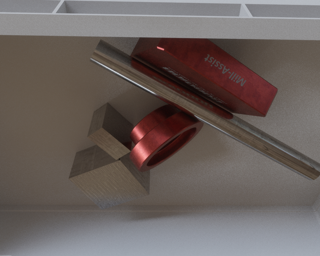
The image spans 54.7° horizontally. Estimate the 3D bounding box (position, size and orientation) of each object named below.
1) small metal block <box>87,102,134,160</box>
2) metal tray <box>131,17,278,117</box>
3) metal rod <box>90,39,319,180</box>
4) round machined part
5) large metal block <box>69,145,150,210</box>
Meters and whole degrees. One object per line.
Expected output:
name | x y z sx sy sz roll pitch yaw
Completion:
small metal block | -0.061 0.004 0.395 0.025 0.050 0.050 -31 124 23
metal tray | 0.043 -0.057 0.319 0.131 0.090 0.030 28 86 -22
metal rod | 0.064 -0.012 0.352 0.301 0.025 0.025 27 125 -15
round machined part | 0.002 0.008 0.382 0.042 0.099 0.098 52 123 15
large metal block | -0.069 0.065 0.448 0.080 0.050 0.080 -21 127 16
